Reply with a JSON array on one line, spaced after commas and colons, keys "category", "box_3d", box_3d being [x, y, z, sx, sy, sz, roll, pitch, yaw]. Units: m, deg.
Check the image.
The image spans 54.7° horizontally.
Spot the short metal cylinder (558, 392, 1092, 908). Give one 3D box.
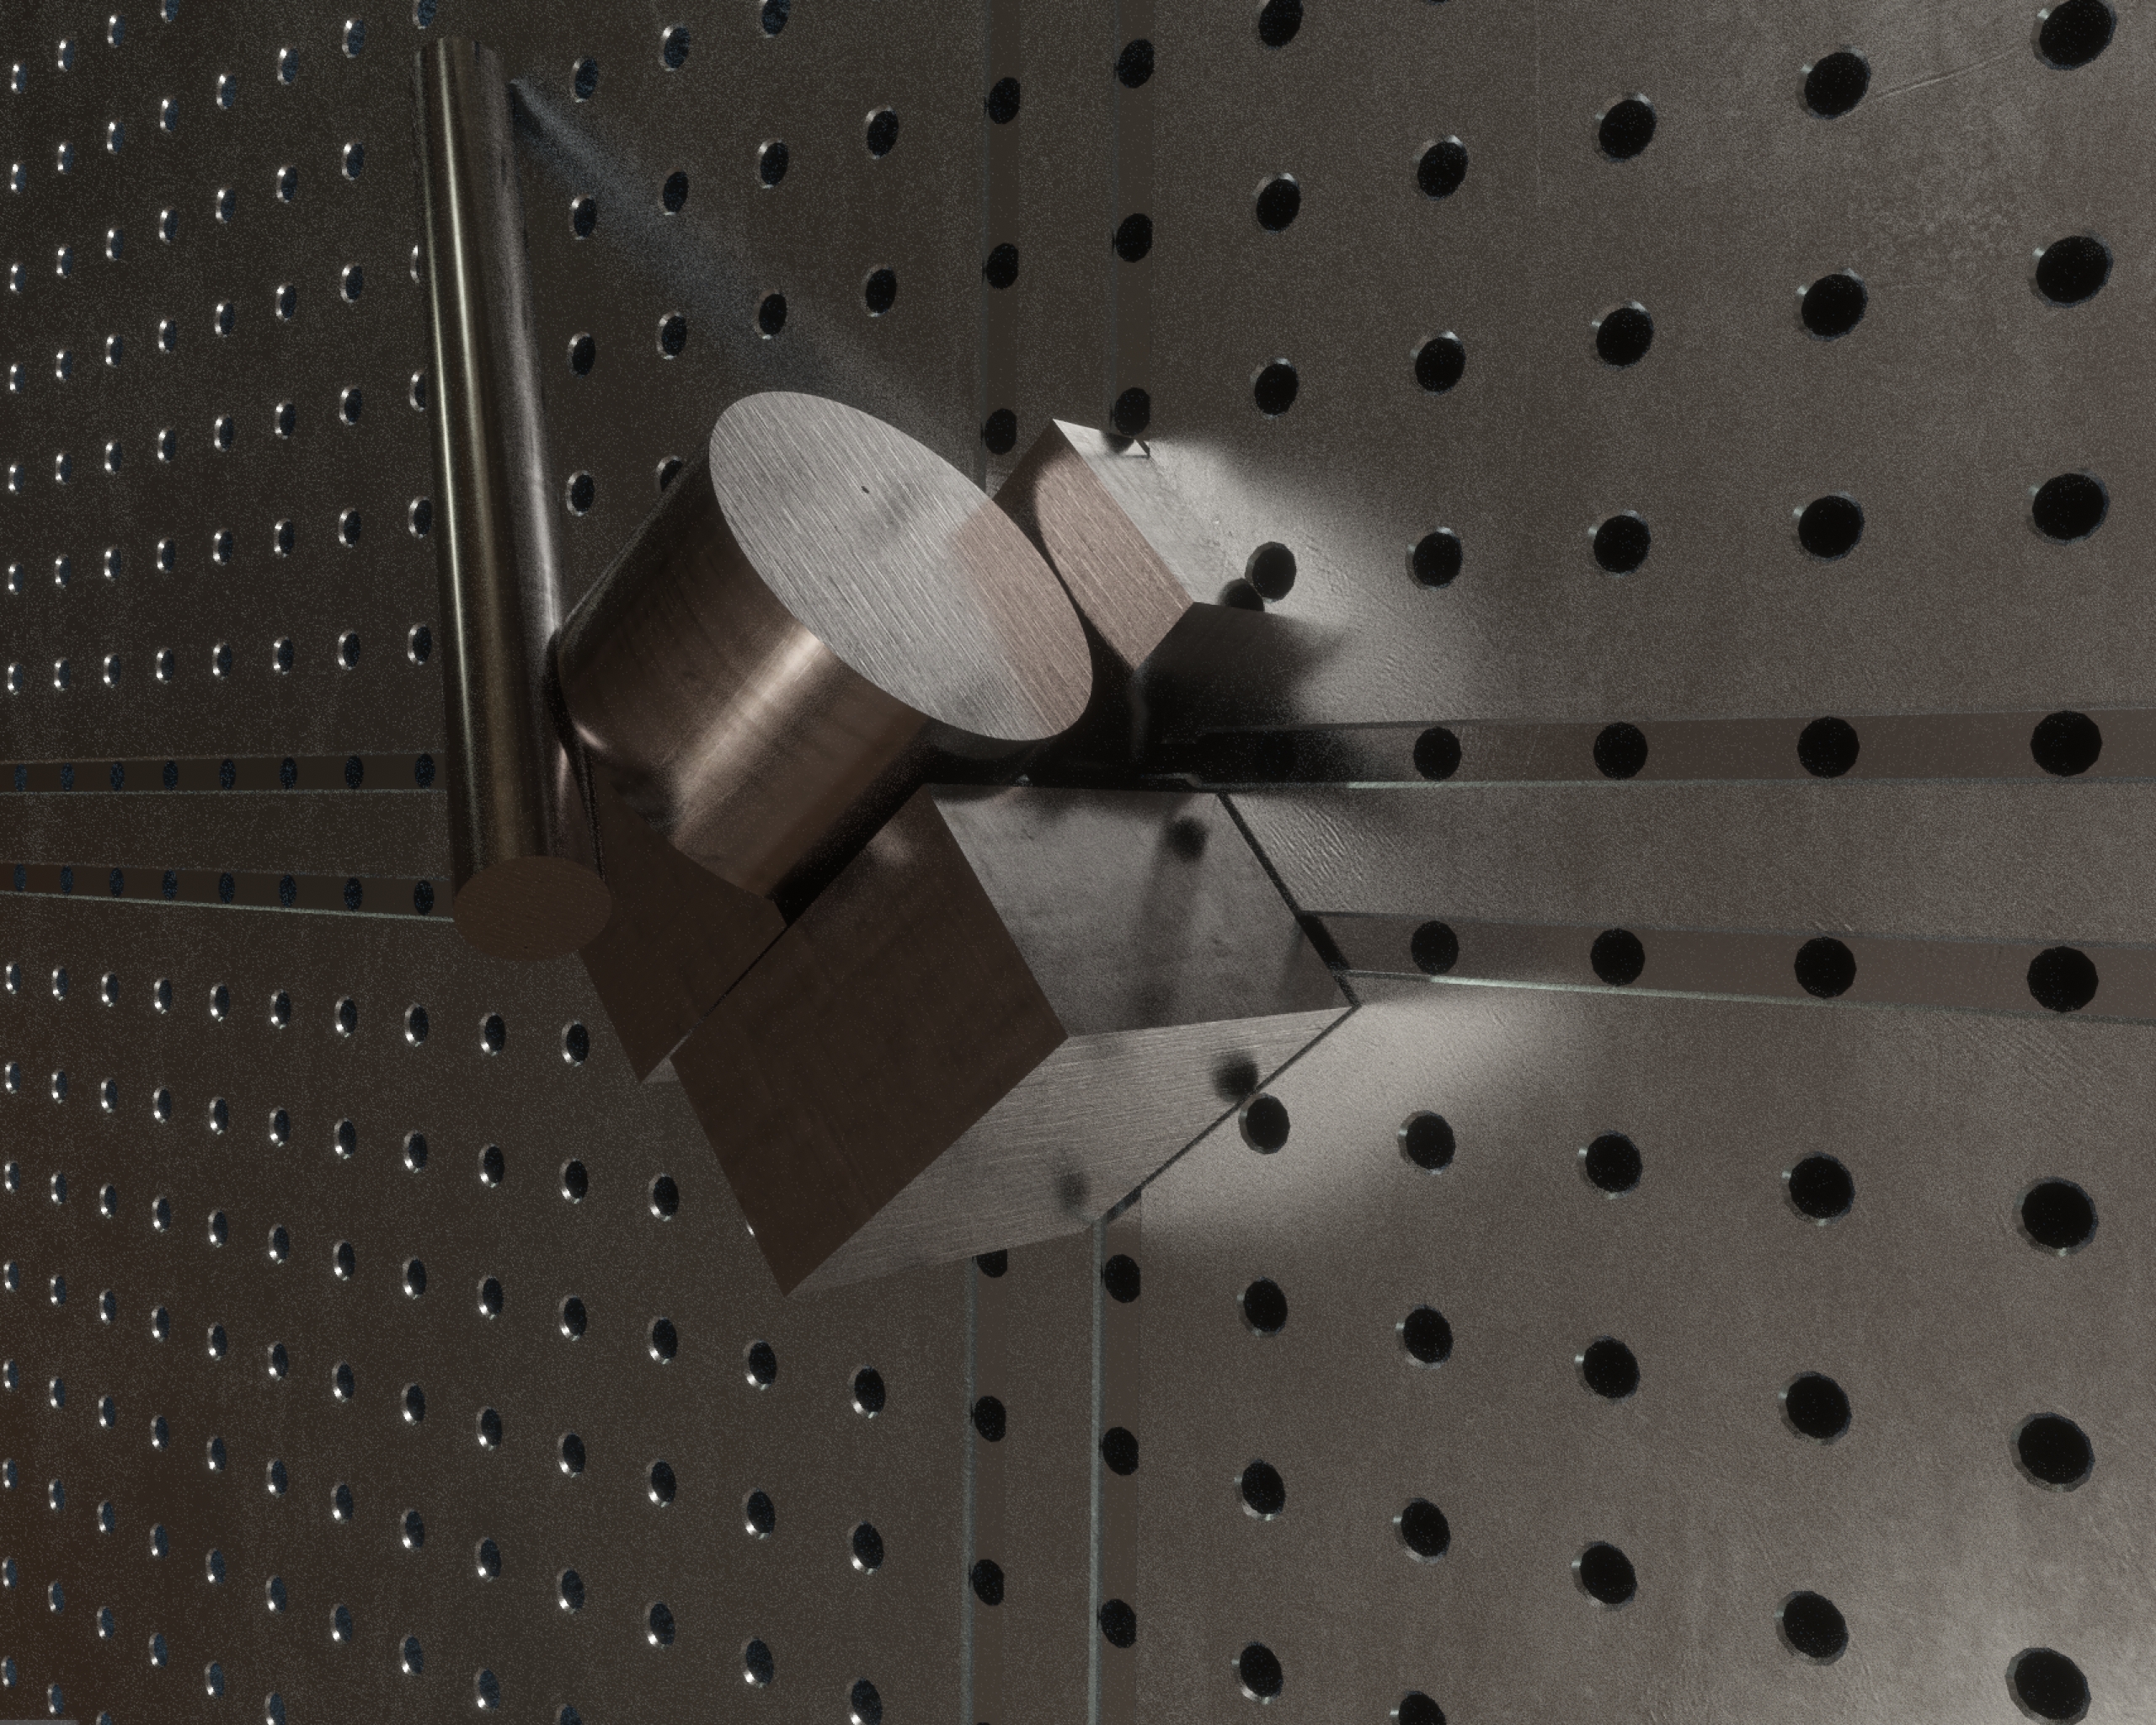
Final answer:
[{"category": "short metal cylinder", "box_3d": [-0.045, -0.038, 0.375, 0.050, 0.081, 0.080, -44, 64, 31]}]

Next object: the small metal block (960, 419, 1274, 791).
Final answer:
[{"category": "small metal block", "box_3d": [0.002, -0.049, 0.407, 0.050, 0.025, 0.050, -49, 62, 28]}]

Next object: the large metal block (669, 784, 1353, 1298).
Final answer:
[{"category": "large metal block", "box_3d": [-0.012, 0.031, 0.379, 0.080, 0.081, 0.050, -45, 64, 30]}]

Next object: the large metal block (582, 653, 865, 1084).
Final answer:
[{"category": "large metal block", "box_3d": [-0.059, -0.006, 0.421, 0.050, 0.081, 0.080, -45, 63, 30]}]

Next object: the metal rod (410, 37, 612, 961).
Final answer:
[{"category": "metal rod", "box_3d": [-0.125, -0.097, 0.442, 0.025, 0.025, 0.300, -49, 40, 29]}]
